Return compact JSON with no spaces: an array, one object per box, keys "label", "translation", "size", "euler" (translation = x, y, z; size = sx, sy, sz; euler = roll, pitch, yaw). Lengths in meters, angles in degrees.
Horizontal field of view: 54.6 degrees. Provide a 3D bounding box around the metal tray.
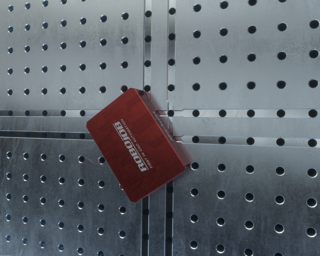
[{"label":"metal tray","translation":[-0.031,0.023,0.421],"size":[0.090,0.030,0.130],"euler":[-36,79,16]}]
